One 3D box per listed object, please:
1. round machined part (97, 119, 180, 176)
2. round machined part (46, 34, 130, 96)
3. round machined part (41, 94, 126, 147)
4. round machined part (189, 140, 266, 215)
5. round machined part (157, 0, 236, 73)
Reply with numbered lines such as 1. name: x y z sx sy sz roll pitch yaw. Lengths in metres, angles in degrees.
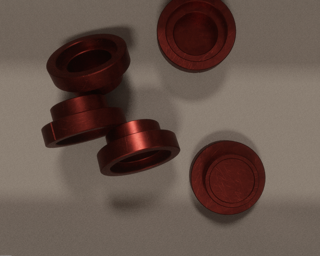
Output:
1. round machined part: -0.028 0.022 0.378 0.099 0.098 0.042 -17 70 0
2. round machined part: -0.084 -0.074 0.384 0.099 0.098 0.042 -14 133 -1
3. round machined part: -0.093 -0.010 0.374 0.099 0.098 0.042 -17 85 0
4. round machined part: 0.089 0.065 0.404 0.099 0.042 0.097 0 90 -1
5. round machined part: 0.045 -0.120 0.403 0.099 0.042 0.097 0 90 -1
